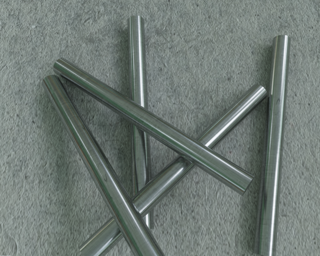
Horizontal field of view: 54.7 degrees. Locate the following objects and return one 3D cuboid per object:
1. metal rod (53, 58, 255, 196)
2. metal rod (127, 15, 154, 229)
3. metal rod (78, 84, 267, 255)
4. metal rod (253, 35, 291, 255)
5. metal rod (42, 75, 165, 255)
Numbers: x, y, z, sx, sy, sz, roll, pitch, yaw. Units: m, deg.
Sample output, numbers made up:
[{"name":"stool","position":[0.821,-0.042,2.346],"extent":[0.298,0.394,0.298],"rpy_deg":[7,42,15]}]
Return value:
[{"name":"metal rod","position":[-0.024,-0.013,0.383],"extent":[0.300,0.025,0.025],"rpy_deg":[32,73,22]},{"name":"metal rod","position":[-0.028,-0.021,0.415],"extent":[0.025,0.025,0.299],"rpy_deg":[-3,70,-1]},{"name":"metal rod","position":[0.030,0.042,0.374],"extent":[0.301,0.025,0.025],"rpy_deg":[-41,75,-21]},{"name":"metal rod","position":[0.149,0.008,0.405],"extent":[0.025,0.025,0.299],"rpy_deg":[11,70,4]},{"name":"metal rod","position":[-0.074,0.038,0.354],"extent":[0.025,0.025,0.300],"rpy_deg":[-31,58,-11]}]
